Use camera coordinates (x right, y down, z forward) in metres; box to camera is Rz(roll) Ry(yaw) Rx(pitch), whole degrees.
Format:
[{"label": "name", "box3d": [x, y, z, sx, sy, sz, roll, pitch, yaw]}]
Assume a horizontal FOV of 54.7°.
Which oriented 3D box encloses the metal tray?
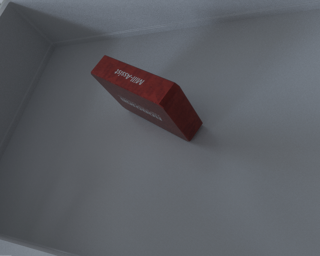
[{"label": "metal tray", "box3d": [-0.017, -0.038, 0.391, 0.130, 0.090, 0.030, 28, 77, 36]}]
